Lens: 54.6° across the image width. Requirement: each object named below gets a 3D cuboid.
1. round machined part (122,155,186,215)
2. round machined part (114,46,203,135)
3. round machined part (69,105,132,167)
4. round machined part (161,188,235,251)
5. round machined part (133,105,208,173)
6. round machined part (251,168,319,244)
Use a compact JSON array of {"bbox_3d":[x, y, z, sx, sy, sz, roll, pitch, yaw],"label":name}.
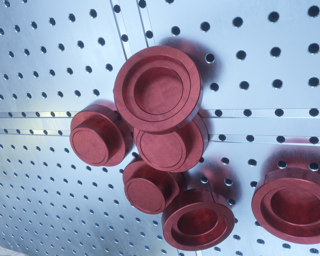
[{"bbox_3d":[-0.014,0.090,0.464,0.098,0.042,0.097,13,124,21],"label":"round machined part"},{"bbox_3d":[0.001,-0.040,0.354,0.098,0.042,0.098,-3,79,14],"label":"round machined part"},{"bbox_3d":[-0.094,0.018,0.462,0.098,0.042,0.097,13,124,21],"label":"round machined part"},{"bbox_3d":[0.050,0.123,0.432,0.099,0.042,0.097,-4,123,-6],"label":"round machined part"},{"bbox_3d":[0.009,0.017,0.401,0.098,0.042,0.097,10,118,20],"label":"round machined part"},{"bbox_3d":[0.163,0.087,0.368,0.098,0.042,0.097,13,124,21],"label":"round machined part"}]
